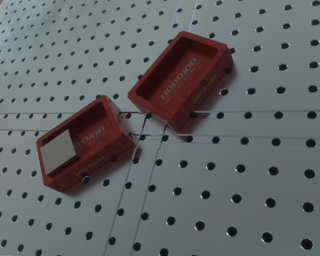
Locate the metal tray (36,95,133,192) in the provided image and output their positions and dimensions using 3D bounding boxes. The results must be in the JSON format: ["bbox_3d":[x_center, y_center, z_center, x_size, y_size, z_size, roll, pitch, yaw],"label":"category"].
[{"bbox_3d":[-0.113,0.021,0.449,0.130,0.030,0.090,-33,52,6],"label":"metal tray"}]

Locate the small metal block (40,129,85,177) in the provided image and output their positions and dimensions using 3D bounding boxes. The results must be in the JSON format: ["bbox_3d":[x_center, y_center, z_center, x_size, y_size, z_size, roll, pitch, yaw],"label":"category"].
[{"bbox_3d":[-0.137,0.038,0.438,0.050,0.025,0.050,-34,52,5],"label":"small metal block"}]

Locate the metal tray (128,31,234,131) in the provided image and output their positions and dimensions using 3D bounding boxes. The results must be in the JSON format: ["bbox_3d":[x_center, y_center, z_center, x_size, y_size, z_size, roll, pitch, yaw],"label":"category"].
[{"bbox_3d":[0.028,-0.070,0.431,0.090,0.030,0.130,32,79,37],"label":"metal tray"}]
